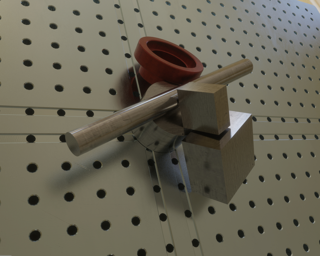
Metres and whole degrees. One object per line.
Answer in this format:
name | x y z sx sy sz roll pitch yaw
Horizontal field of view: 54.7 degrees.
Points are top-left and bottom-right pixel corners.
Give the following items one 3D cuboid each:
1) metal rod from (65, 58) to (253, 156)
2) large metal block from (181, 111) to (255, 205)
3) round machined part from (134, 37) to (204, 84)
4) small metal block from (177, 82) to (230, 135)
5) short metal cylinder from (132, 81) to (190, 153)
metal rod | 0.025 -0.039 0.382 0.302 0.025 0.025 -27 77 -37
large metal block | 0.076 0.032 0.386 0.080 0.050 0.080 -41 130 -39
round machined part | 0.009 -0.088 0.442 0.099 0.042 0.098 19 31 -12
small metal block | 0.051 -0.024 0.357 0.025 0.050 0.050 -34 123 -38
short metal cylinder | 0.008 -0.014 0.406 0.081 0.050 0.080 14 56 -21
